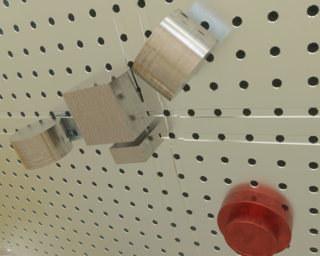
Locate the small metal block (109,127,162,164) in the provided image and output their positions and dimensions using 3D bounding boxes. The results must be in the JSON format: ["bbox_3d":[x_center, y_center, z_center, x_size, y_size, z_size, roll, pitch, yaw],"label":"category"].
[{"bbox_3d":[-0.033,0.024,0.428,0.050,0.050,0.025,-8,114,32],"label":"small metal block"}]

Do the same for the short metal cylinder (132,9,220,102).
[{"bbox_3d":[0.016,-0.074,0.321,0.050,0.080,0.080,39,129,2],"label":"short metal cylinder"}]

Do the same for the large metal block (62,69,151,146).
[{"bbox_3d":[-0.070,-0.026,0.416,0.080,0.050,0.080,-7,115,31],"label":"large metal block"}]

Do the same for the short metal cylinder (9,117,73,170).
[{"bbox_3d":[-0.185,0.022,0.487,0.080,0.080,0.050,-5,116,30],"label":"short metal cylinder"}]

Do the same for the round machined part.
[{"bbox_3d":[0.125,0.138,0.420,0.098,0.042,0.097,13,124,21],"label":"round machined part"}]
